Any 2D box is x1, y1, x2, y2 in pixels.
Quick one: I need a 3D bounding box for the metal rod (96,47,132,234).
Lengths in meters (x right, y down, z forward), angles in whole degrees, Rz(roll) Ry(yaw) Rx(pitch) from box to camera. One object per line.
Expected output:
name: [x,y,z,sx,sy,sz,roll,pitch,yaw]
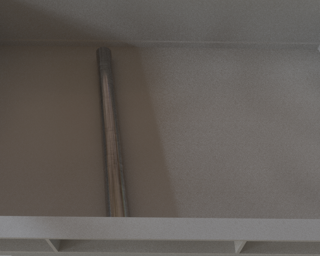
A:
metal rod: [-0.067,-0.009,0.411,0.025,0.025,0.300,-7,50,-7]
